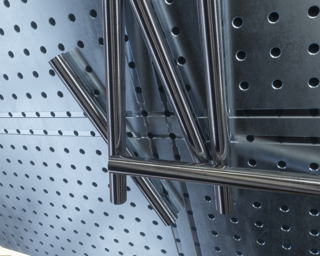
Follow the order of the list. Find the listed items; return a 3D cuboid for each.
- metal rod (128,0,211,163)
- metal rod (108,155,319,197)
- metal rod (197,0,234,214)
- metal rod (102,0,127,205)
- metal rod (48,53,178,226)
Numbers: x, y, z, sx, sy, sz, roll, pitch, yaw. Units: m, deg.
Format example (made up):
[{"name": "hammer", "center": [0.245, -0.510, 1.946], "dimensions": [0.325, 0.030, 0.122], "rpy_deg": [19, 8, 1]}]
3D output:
[{"name": "metal rod", "center": [0.001, -0.087, 0.357], "dimensions": [0.025, 0.025, 0.299], "rpy_deg": [-10, 113, 32]}, {"name": "metal rod", "center": [0.081, 0.058, 0.373], "dimensions": [0.301, 0.025, 0.025], "rpy_deg": [4, 121, 15]}, {"name": "metal rod", "center": [0.068, -0.019, 0.363], "dimensions": [0.025, 0.025, 0.298], "rpy_deg": [4, 121, 26]}, {"name": "metal rod", "center": [-0.057, -0.026, 0.404], "dimensions": [0.025, 0.025, 0.298], "rpy_deg": [13, 118, 21]}, {"name": "metal rod", "center": [-0.063, 0.025, 0.460], "dimensions": [0.025, 0.025, 0.299], "rpy_deg": [-24, 106, 36]}]
